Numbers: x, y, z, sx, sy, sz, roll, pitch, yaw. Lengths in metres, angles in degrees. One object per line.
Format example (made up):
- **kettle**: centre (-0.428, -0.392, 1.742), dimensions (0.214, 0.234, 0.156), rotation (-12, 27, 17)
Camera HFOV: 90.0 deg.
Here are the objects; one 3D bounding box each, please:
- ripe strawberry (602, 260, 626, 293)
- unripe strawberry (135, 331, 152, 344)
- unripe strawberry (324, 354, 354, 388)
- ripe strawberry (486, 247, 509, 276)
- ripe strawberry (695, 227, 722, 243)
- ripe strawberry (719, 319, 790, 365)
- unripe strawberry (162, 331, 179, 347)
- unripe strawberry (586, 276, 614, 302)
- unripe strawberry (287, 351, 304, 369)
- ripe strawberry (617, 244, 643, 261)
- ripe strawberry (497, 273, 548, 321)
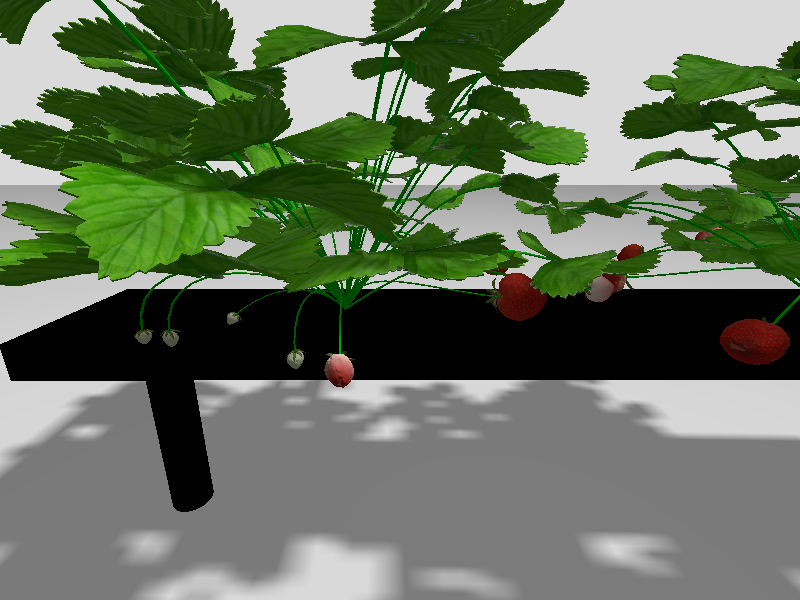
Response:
- **ripe strawberry**: centre (0.214, -0.025, 0.417), dimensions (0.035, 0.035, 0.038), rotation (4, 18, 15)
- **unripe strawberry**: centre (-0.182, 0.026, 0.284), dimensions (0.010, 0.010, 0.009), rotation (-12, 21, -32)
- **unripe strawberry**: centre (-0.035, 0.042, 0.234), dimensions (0.017, 0.020, 0.019), rotation (-2, 38, -6)
- **ripe strawberry**: centre (0.121, -0.051, 0.497), dimensions (0.041, 0.040, 0.038), rotation (-13, 22, -37)
- **ripe strawberry**: centre (0.462, -0.087, 0.592), dimensions (0.048, 0.050, 0.052), rotation (5, 18, 14)
- **ripe strawberry**: centre (0.227, 0.028, 0.259), dimensions (0.031, 0.031, 0.034), rotation (-12, 21, -31)
- **unripe strawberry**: centre (-0.160, 0.027, 0.280), dimensions (0.010, 0.011, 0.011), rotation (-14, 23, -38)
- **unripe strawberry**: centre (0.197, -0.011, 0.393), dimensions (0.026, 0.026, 0.025), rotation (-1, 18, -6)
- **unripe strawberry**: centre (-0.067, 0.039, 0.257), dimensions (0.011, 0.011, 0.011), rotation (3, 18, 8)
- **ripe strawberry**: centre (0.303, -0.057, 0.527), dimensions (0.030, 0.032, 0.033), rotation (-10, 2, -28)
- **ripe strawberry**: centre (0.106, -0.003, 0.346), dimensions (0.042, 0.041, 0.039), rotation (3, 18, 7)
